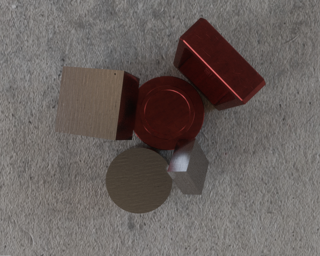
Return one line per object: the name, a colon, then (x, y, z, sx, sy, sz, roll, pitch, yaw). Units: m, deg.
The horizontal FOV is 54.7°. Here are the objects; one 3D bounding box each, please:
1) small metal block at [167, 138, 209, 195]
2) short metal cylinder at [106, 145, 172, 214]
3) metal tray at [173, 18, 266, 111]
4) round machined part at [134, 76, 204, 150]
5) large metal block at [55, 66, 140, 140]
small metal block: (0.037, 0.049, 0.388, 0.025, 0.050, 0.050, -6, 135, 30)
short metal cylinder: (-0.025, 0.063, 0.399, 0.081, 0.050, 0.079, 0, 90, -1)
metal tray: (0.060, -0.065, 0.358, 0.030, 0.130, 0.090, -44, 91, 0)
round machined part: (0.009, -0.020, 0.404, 0.099, 0.042, 0.097, 0, 90, -1)
large metal block: (-0.076, -0.030, 0.385, 0.080, 0.050, 0.079, 7, 90, 16)
